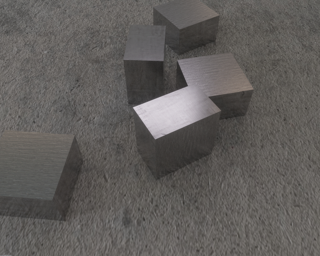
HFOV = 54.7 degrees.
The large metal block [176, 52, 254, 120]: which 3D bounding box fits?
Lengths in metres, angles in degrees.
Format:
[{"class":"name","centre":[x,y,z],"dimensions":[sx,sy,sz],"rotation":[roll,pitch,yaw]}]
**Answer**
[{"class":"large metal block","centre":[0.072,-0.057,0.435],"dimensions":[0.081,0.050,0.080],"rotation":[-10,51,-8]}]

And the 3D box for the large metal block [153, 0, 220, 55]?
[{"class":"large metal block","centre":[0.044,-0.181,0.539],"dimensions":[0.081,0.050,0.080],"rotation":[-26,55,-20]}]

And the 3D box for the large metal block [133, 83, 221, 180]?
[{"class":"large metal block","centre":[0.018,0.005,0.363],"dimensions":[0.081,0.080,0.050],"rotation":[-23,54,-18]}]

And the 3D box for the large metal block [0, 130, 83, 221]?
[{"class":"large metal block","centre":[-0.139,0.051,0.343],"dimensions":[0.080,0.050,0.080],"rotation":[4,50,3]}]

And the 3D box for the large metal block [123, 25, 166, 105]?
[{"class":"large metal block","centre":[-0.019,-0.089,0.442],"dimensions":[0.050,0.080,0.080],"rotation":[2,50,2]}]
